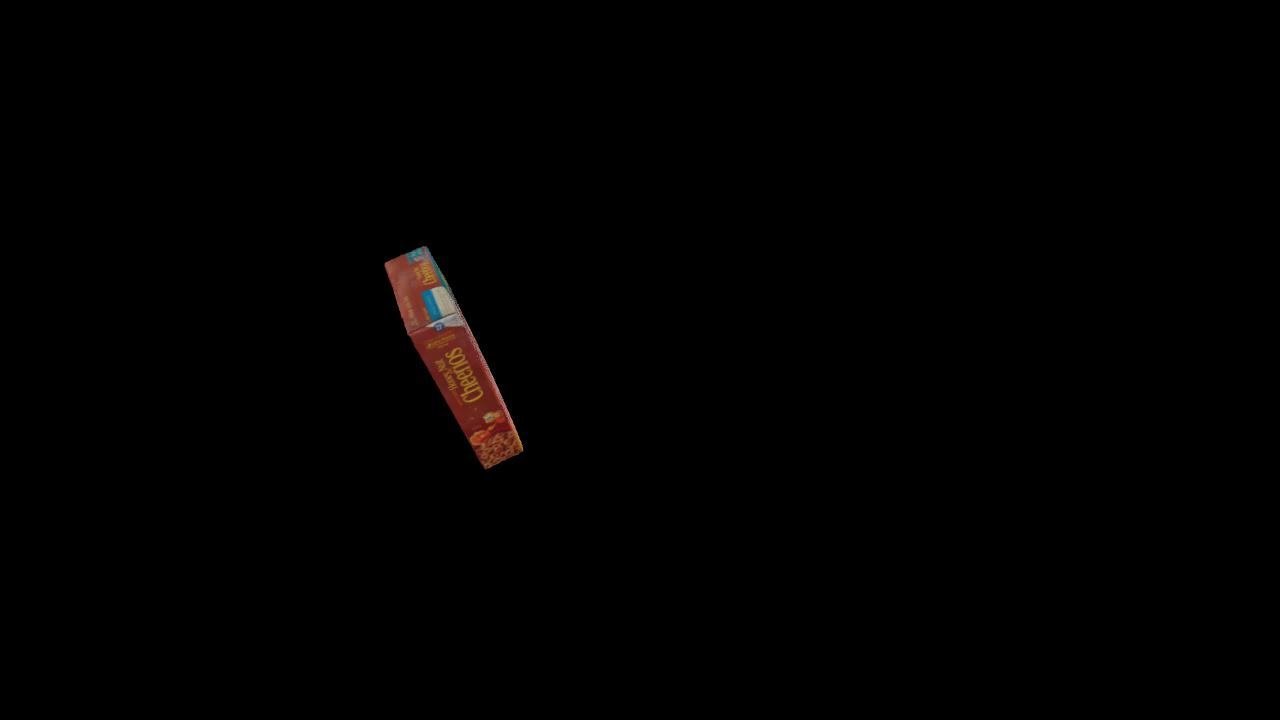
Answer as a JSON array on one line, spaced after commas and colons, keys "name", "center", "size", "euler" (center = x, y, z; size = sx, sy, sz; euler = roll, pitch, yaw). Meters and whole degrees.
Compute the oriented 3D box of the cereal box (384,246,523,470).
[{"name": "cereal box", "center": [-0.287, 0.001, 0.964], "size": [0.081, 0.306, 0.203], "euler": [-25, 44, -14]}]
